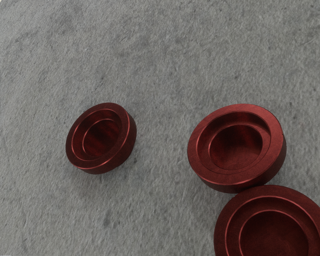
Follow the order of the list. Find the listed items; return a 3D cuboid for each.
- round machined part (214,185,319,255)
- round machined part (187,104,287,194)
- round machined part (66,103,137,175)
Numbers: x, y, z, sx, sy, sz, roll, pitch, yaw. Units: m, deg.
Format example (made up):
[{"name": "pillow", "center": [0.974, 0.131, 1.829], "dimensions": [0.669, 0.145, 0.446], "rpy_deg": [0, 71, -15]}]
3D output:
[{"name": "round machined part", "center": [0.101, 0.104, 0.276], "dimensions": [0.098, 0.042, 0.098], "rpy_deg": [-13, 57, 20]}, {"name": "round machined part", "center": [0.082, 0.025, 0.328], "dimensions": [0.098, 0.042, 0.098], "rpy_deg": [-17, 47, 20]}, {"name": "round machined part", "center": [-0.075, 0.018, 0.420], "dimensions": [0.098, 0.042, 0.098], "rpy_deg": [-13, 56, 20]}]
